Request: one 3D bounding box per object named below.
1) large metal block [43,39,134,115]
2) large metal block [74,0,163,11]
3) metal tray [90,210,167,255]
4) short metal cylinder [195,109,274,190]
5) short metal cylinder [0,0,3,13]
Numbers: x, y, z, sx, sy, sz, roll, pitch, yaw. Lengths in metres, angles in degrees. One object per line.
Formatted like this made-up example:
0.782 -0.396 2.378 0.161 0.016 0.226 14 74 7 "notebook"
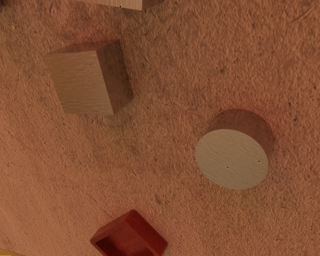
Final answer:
-0.089 -0.064 0.398 0.080 0.050 0.080 2 120 27 "large metal block"
-0.042 -0.168 0.309 0.080 0.050 0.079 16 125 19 "large metal block"
-0.060 0.209 0.564 0.090 0.030 0.129 47 129 -5 "metal tray"
0.087 0.024 0.360 0.080 0.050 0.079 13 124 21 "short metal cylinder"
-0.250 -0.175 0.394 0.080 0.080 0.050 18 125 18 "short metal cylinder"
